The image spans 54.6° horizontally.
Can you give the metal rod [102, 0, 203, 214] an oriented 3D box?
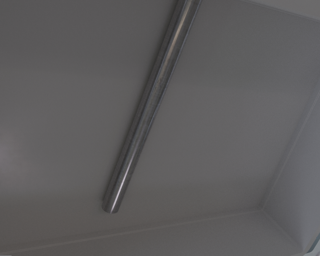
[{"bbox_3d":[-0.017,-0.017,0.387,0.025,0.025,0.298,9,114,-32],"label":"metal rod"}]
